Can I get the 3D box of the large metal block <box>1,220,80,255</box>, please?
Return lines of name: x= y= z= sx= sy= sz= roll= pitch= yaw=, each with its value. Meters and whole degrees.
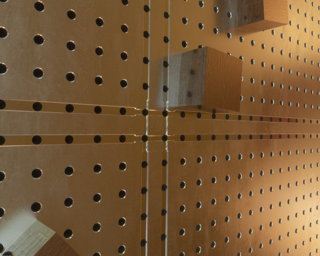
large metal block: x=-0.115 y=0.151 z=0.298 sx=0.080 sy=0.050 sz=0.080 roll=-48 pitch=119 yaw=-30

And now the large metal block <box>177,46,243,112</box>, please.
large metal block: x=0.075 y=-0.067 z=0.458 sx=0.081 sy=0.050 sz=0.080 roll=7 pitch=86 yaw=-40

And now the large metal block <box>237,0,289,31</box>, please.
large metal block: x=0.182 y=-0.222 z=0.548 sx=0.081 sy=0.050 sz=0.079 roll=-9 pitch=96 yaw=-40
